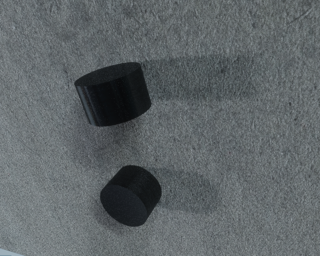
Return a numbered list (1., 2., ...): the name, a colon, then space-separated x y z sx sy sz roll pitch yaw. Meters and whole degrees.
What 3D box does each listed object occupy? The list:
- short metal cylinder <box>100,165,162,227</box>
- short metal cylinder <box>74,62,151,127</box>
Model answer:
1. short metal cylinder: -0.044 0.105 0.479 0.080 0.050 0.079 13 124 21
2. short metal cylinder: -0.056 -0.042 0.374 0.080 0.080 0.050 -1 118 29
